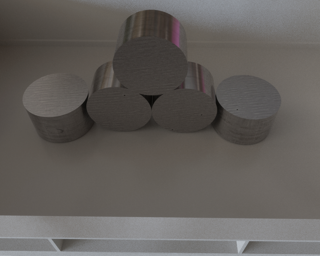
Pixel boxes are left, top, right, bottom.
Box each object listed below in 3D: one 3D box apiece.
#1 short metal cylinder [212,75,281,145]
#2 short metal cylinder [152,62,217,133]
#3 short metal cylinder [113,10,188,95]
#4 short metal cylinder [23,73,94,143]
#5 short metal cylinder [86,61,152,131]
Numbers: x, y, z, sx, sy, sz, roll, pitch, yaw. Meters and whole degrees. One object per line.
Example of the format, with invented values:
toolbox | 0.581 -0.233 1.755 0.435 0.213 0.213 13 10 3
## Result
short metal cylinder | 0.111 -0.025 0.408 0.080 0.050 0.080 0 50 0
short metal cylinder | 0.031 -0.038 0.399 0.080 0.080 0.050 1 50 1
short metal cylinder | -0.010 -0.083 0.347 0.080 0.080 0.050 1 50 1
short metal cylinder | -0.131 -0.027 0.409 0.080 0.050 0.080 0 50 0
short metal cylinder | -0.050 -0.040 0.400 0.080 0.080 0.050 1 50 1
